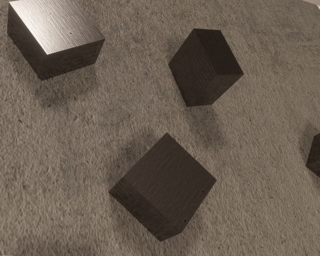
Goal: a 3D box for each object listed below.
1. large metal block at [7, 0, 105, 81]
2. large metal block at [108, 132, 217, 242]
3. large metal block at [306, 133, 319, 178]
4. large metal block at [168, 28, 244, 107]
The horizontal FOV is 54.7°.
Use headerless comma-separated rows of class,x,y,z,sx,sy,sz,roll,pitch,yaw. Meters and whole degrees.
large metal block,-0.131,-0.116,0.389,0.081,0.050,0.080,-30,79,-38
large metal block,0.004,0.066,0.351,0.080,0.050,0.080,44,51,2
large metal block,0.304,0.053,0.522,0.080,0.050,0.080,40,51,-2
large metal block,0.065,-0.088,0.459,0.050,0.080,0.080,-8,66,-32
